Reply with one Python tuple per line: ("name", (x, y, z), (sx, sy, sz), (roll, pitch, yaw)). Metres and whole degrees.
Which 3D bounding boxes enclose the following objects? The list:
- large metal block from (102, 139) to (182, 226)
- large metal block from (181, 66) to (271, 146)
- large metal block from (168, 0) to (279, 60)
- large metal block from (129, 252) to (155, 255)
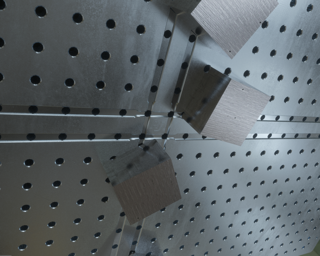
("large metal block", (-0.024, 0.074, 0.427), (0.080, 0.050, 0.080), (-25, 128, -13))
("large metal block", (0.090, -0.028, 0.426), (0.081, 0.050, 0.080), (15, 110, -35))
("large metal block", (0.072, -0.139, 0.348), (0.080, 0.050, 0.080), (34, 99, -38))
("large metal block", (-0.033, 0.271, 0.544), (0.080, 0.050, 0.080), (28, 103, -38))
